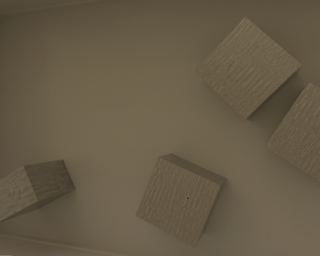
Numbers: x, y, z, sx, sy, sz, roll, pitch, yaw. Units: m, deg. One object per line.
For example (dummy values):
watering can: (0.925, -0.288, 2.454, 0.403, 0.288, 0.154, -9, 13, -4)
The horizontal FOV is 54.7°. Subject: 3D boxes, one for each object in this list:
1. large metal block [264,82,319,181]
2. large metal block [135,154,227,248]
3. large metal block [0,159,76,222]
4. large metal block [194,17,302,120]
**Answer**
large metal block: (0.172, 0.008, 0.336, 0.080, 0.050, 0.080, 34, 101, 16)
large metal block: (0.027, 0.086, 0.387, 0.080, 0.050, 0.080, 23, 98, 18)
large metal block: (-0.186, 0.089, 0.447, 0.080, 0.080, 0.050, -29, 81, 18)
large metal block: (0.102, -0.066, 0.361, 0.080, 0.050, 0.080, -47, 76, 14)
